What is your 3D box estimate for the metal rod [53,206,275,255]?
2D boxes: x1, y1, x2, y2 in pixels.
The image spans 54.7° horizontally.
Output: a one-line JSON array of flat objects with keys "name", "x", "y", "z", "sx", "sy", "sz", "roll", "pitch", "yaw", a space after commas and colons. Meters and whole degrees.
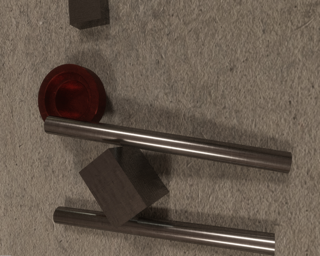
[{"name": "metal rod", "x": -0.008, "y": 0.132, "z": 0.411, "sx": 0.301, "sy": 0.025, "sz": 0.025, "roll": 1, "pitch": 91, "yaw": 19}]

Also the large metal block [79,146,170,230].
[{"name": "large metal block", "x": -0.042, "y": 0.070, "z": 0.394, "sx": 0.050, "sy": 0.080, "sz": 0.080, "roll": -39, "pitch": 78, "yaw": 16}]

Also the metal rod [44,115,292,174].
[{"name": "metal rod", "x": 0.002, "y": 0.018, "z": 0.382, "sx": 0.301, "sy": 0.025, "sz": 0.025, "roll": 9, "pitch": 93, "yaw": 9}]

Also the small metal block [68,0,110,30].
[{"name": "small metal block", "x": -0.102, "y": -0.173, "z": 0.444, "sx": 0.050, "sy": 0.025, "sz": 0.050, "roll": -4, "pitch": 89, "yaw": 19}]

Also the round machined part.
[{"name": "round machined part", "x": -0.119, "y": -0.039, "z": 0.441, "sx": 0.098, "sy": 0.042, "sz": 0.097, "roll": 0, "pitch": 90, "yaw": 19}]
